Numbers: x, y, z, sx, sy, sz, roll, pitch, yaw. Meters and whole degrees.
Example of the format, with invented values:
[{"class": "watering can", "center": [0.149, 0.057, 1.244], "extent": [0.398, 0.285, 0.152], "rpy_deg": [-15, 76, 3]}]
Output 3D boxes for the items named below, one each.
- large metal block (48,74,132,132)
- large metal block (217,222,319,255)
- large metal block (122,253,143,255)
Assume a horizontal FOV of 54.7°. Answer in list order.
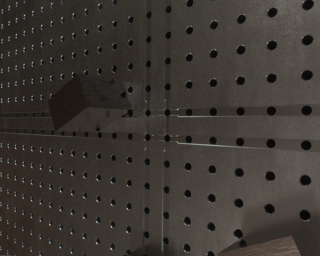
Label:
[{"class": "large metal block", "center": [-0.103, -0.033, 0.456], "extent": [0.080, 0.081, 0.050], "rpy_deg": [-29, 72, 36]}, {"class": "large metal block", "center": [0.115, 0.145, 0.297], "extent": [0.080, 0.050, 0.080], "rpy_deg": [-32, 71, 35]}, {"class": "large metal block", "center": [-0.028, 0.222, 0.414], "extent": [0.080, 0.050, 0.080], "rpy_deg": [-6, 86, 39]}]
